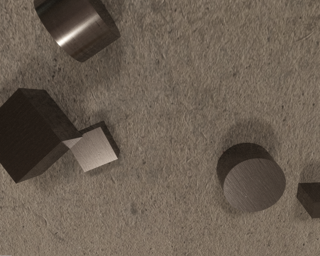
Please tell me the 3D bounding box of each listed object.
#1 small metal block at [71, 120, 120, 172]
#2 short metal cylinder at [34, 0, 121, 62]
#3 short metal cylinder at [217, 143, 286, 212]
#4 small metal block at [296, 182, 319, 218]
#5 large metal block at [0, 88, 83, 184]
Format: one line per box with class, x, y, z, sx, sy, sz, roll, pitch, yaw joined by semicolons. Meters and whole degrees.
small metal block;-0.089;0.025;0.418;0.050;0.025;0.050;-23;109;7
short metal cylinder;-0.087;-0.119;0.335;0.050;0.080;0.080;-32;107;11
short metal cylinder;0.122;0.066;0.423;0.081;0.050;0.079;0;110;-1
small metal block;0.230;0.101;0.437;0.050;0.050;0.025;-2;110;0
large metal block;-0.159;0.008;0.384;0.080;0.050;0.080;-41;84;13
